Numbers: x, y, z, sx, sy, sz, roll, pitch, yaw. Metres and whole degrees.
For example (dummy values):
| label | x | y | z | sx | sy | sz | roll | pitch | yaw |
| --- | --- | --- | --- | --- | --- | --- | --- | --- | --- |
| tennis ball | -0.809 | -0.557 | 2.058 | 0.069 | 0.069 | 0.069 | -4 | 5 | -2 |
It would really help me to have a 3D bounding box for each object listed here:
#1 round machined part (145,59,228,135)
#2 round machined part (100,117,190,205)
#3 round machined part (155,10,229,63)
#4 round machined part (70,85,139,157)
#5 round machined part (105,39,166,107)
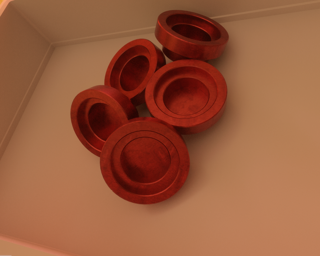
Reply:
| label | x | y | z | sx | sy | sz | roll | pitch | yaw |
| --- | --- | --- | --- | --- | --- | --- | --- | --- | --- |
| round machined part | 0.034 | -0.035 | 0.387 | 0.099 | 0.042 | 0.098 | -4 | 62 | 8 |
| round machined part | -0.016 | 0.035 | 0.358 | 0.098 | 0.098 | 0.042 | -31 | 11 | 8 |
| round machined part | 0.041 | -0.120 | 0.425 | 0.099 | 0.042 | 0.098 | 10 | 42 | -9 |
| round machined part | -0.067 | -0.010 | 0.412 | 0.098 | 0.097 | 0.042 | 4 | 25 | 29 |
| round machined part | -0.030 | -0.075 | 0.445 | 0.098 | 0.042 | 0.098 | -16 | 62 | 33 |
